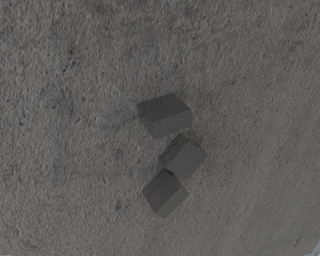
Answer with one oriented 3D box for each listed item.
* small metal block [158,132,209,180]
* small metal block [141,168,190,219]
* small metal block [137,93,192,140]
[{"bbox_3d":[0.034,0.042,0.451,0.050,0.025,0.050,34,99,-39],"label":"small metal block"},{"bbox_3d":[0.007,0.095,0.453,0.050,0.050,0.025,-47,129,5],"label":"small metal block"},{"bbox_3d":[0.005,-0.016,0.383,0.050,0.050,0.025,-19,126,-17],"label":"small metal block"}]
